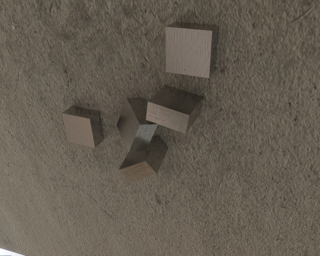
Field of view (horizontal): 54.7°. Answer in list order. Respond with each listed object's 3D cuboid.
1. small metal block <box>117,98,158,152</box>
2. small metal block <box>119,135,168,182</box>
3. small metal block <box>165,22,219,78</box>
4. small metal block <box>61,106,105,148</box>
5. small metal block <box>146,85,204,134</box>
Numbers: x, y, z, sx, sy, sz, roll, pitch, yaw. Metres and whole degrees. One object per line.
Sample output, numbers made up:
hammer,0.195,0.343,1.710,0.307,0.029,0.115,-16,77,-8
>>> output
small metal block,-0.031,-0.004,0.404,0.050,0.025,0.050,61,140,37
small metal block,-0.022,0.042,0.426,0.050,0.050,0.025,-22,117,36
small metal block,0.034,-0.085,0.336,0.050,0.025,0.050,12,124,21
small metal block,-0.115,-0.002,0.466,0.050,0.025,0.050,11,123,22
small metal block,0.018,-0.024,0.367,0.050,0.050,0.025,20,126,16
